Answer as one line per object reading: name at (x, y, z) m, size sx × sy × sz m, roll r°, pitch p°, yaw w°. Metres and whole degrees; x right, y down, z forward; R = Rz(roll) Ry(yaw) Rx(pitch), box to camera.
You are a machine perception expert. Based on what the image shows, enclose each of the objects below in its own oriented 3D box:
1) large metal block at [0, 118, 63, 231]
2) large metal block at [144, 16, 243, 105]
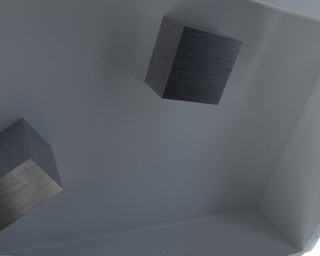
large metal block at (-0.155, 0.047, 0.317) m, size 0.080 × 0.080 × 0.050 m, roll -34°, pitch 129°, yaw -6°
large metal block at (0.038, -0.077, 0.365) m, size 0.081 × 0.050 × 0.079 m, roll 4°, pitch 117°, yaw -30°
